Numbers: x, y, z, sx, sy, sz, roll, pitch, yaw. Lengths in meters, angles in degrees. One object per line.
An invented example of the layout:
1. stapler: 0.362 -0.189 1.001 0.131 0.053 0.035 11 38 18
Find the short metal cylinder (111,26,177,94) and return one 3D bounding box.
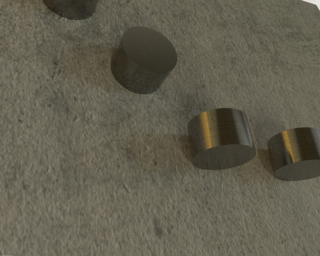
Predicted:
1. short metal cylinder: -0.023 -0.094 0.434 0.081 0.050 0.080 14 56 -21

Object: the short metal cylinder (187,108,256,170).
1. short metal cylinder: 0.079 0.017 0.403 0.081 0.080 0.050 9 58 -24

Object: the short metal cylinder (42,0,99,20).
1. short metal cylinder: -0.126 -0.204 0.445 0.081 0.050 0.080 14 56 -21

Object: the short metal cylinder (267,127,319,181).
1. short metal cylinder: 0.205 0.041 0.457 0.081 0.080 0.050 12 57 -22
